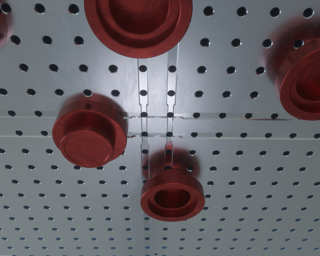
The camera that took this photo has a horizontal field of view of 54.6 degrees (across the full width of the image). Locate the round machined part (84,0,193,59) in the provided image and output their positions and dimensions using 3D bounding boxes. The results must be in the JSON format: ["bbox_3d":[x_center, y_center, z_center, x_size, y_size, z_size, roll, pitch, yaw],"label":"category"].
[{"bbox_3d":[-0.019,-0.120,0.298,0.099,0.042,0.097,0,130,0],"label":"round machined part"}]

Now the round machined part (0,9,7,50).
[{"bbox_3d":[-0.213,-0.103,0.311,0.099,0.042,0.097,0,130,0],"label":"round machined part"}]

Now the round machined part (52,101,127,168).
[{"bbox_3d":[-0.094,0.015,0.413,0.099,0.042,0.097,0,130,0],"label":"round machined part"}]

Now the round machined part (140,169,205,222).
[{"bbox_3d":[0.019,0.102,0.487,0.099,0.042,0.097,0,130,0],"label":"round machined part"}]

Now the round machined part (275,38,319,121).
[{"bbox_3d":[0.181,-0.059,0.352,0.099,0.042,0.097,0,130,0],"label":"round machined part"}]
